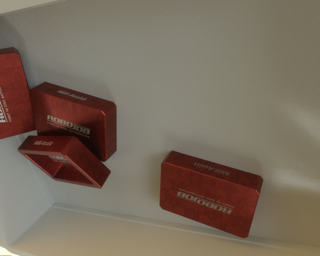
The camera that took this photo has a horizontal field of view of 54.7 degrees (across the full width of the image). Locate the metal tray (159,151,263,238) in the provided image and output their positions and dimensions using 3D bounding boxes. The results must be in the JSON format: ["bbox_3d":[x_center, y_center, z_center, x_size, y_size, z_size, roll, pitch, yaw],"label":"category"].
[{"bbox_3d":[0.066,0.091,0.427,0.130,0.030,0.089,15,125,19],"label":"metal tray"}]

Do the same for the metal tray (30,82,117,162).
[{"bbox_3d":[-0.129,-0.010,0.468,0.130,0.030,0.089,17,125,18],"label":"metal tray"}]

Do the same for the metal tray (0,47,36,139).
[{"bbox_3d":[-0.244,-0.048,0.466,0.030,0.091,0.129,43,144,51],"label":"metal tray"}]

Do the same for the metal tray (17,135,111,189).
[{"bbox_3d":[-0.151,0.052,0.484,0.130,0.030,0.090,-1,139,39],"label":"metal tray"}]
